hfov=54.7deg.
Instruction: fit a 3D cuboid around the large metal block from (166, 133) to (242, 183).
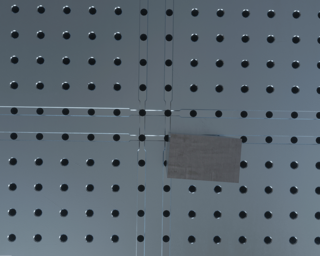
[{"bbox_3d":[0.050,0.034,0.387,0.081,0.080,0.050,4,90,-1],"label":"large metal block"}]
